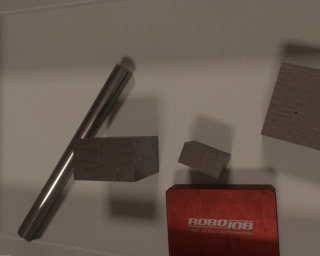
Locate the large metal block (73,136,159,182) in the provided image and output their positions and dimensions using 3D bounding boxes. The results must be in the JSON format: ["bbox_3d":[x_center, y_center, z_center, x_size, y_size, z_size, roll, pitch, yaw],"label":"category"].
[{"bbox_3d":[-0.053,0.037,0.399,0.080,0.080,0.050,-2,90,19],"label":"large metal block"}]

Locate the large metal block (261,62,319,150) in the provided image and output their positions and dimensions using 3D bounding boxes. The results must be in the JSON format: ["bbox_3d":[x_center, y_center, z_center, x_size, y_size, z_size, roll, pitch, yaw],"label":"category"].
[{"bbox_3d":[0.163,-0.021,0.340,0.080,0.050,0.079,16,95,19],"label":"large metal block"}]

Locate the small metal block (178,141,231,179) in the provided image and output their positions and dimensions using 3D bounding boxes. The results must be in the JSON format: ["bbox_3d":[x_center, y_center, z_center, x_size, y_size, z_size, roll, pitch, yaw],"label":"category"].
[{"bbox_3d":[0.055,0.037,0.377,0.050,0.050,0.025,21,97,18],"label":"small metal block"}]

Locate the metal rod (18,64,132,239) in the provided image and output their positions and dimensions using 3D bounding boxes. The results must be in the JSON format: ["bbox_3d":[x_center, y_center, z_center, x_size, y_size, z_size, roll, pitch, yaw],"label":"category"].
[{"bbox_3d":[-0.129,0.041,0.454,0.025,0.025,0.299,36,101,16],"label":"metal rod"}]

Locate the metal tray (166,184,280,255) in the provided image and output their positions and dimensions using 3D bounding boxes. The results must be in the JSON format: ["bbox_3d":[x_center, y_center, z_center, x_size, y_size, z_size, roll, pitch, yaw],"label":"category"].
[{"bbox_3d":[0.075,0.117,0.381,0.130,0.030,0.089,-3,89,19],"label":"metal tray"}]
